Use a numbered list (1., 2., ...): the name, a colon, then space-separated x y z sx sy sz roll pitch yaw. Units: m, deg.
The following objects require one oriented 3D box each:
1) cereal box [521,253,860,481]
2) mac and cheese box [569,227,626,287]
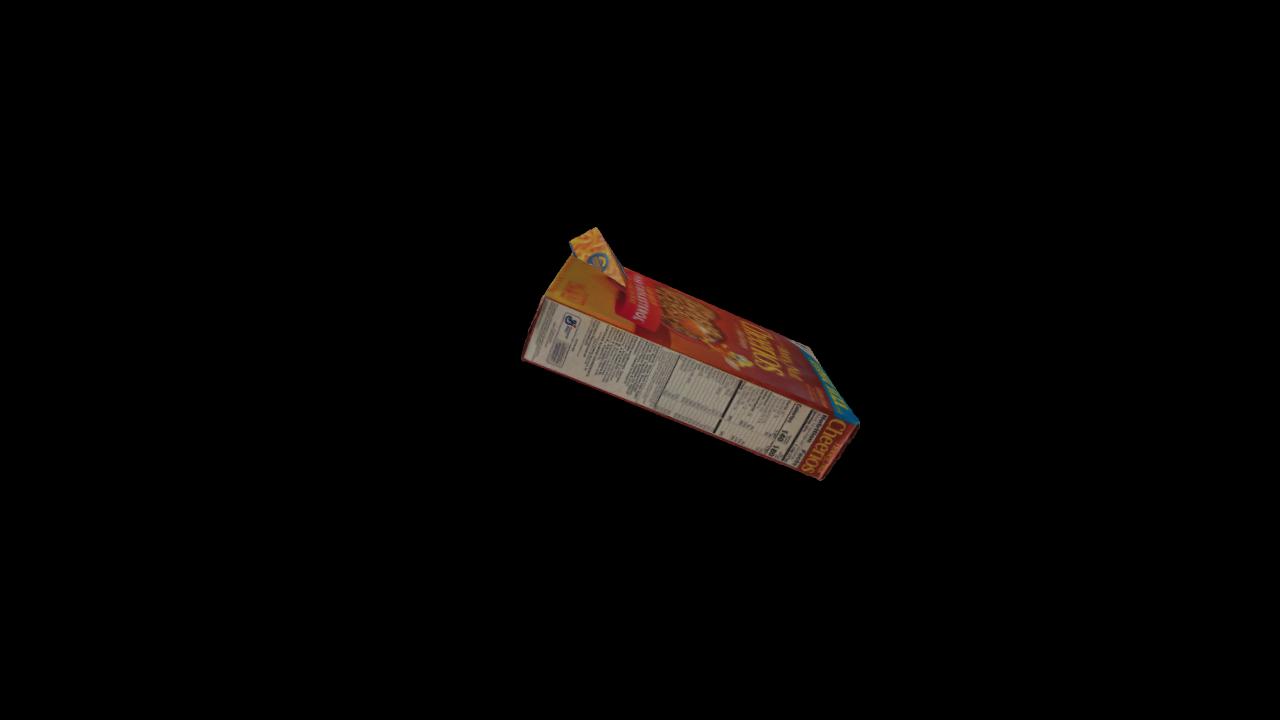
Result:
1. cereal box: 0.050 -0.008 0.631 0.306 0.081 0.203 22 21 -6
2. mac and cheese box: -0.014 -0.060 0.700 0.041 0.093 0.184 -27 -30 7
